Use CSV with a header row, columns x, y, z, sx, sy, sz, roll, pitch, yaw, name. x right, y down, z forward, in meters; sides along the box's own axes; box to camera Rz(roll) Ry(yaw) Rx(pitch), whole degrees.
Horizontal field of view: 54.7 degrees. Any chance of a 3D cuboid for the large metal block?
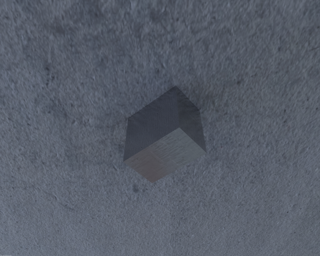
x,y,z,sx,sy,sz,roll,pitch,yaw,name
0.005,0.007,0.378,0.080,0.080,0.050,-33,123,24,large metal block
